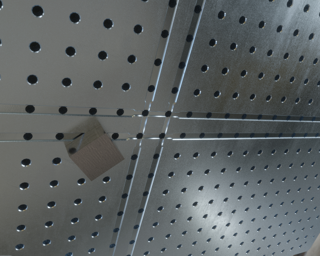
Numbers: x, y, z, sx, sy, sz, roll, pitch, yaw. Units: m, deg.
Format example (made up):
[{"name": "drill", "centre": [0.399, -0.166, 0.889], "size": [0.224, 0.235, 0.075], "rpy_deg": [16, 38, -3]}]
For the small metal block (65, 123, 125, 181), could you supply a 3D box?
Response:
[{"name": "small metal block", "centre": [-0.081, 0.031, 0.387], "size": [0.050, 0.025, 0.050], "rpy_deg": [-34, 129, -6]}]
